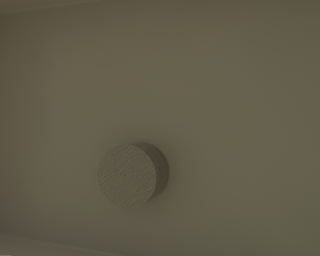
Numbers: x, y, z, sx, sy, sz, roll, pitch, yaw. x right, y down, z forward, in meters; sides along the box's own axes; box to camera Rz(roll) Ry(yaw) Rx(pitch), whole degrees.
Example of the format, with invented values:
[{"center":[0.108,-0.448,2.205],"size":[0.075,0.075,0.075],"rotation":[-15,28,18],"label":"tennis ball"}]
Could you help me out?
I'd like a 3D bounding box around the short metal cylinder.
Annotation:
[{"center":[-0.034,0.060,0.408],"size":[0.080,0.050,0.079],"rotation":[0,90,19],"label":"short metal cylinder"}]
